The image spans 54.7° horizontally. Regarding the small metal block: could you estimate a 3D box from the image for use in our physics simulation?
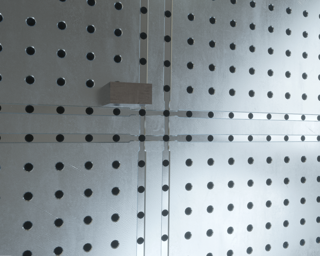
[{"bbox_3d":[-0.042,-0.041,0.385,0.050,0.050,0.025,0,90,-20],"label":"small metal block"}]
